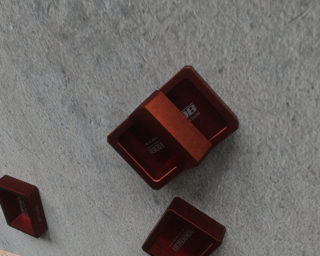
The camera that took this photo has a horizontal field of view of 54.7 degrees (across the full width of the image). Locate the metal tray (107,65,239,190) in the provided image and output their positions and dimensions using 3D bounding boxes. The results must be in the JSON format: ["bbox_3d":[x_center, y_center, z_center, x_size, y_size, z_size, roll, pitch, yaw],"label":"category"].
[{"bbox_3d":[0.014,0.001,0.365,0.130,0.030,0.090,-41,96,16],"label":"metal tray"}]

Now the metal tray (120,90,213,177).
[{"bbox_3d":[-0.005,0.016,0.385,0.090,0.030,0.129,46,151,-5],"label":"metal tray"}]

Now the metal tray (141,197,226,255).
[{"bbox_3d":[0.034,0.177,0.494,0.090,0.030,0.129,32,128,6],"label":"metal tray"}]

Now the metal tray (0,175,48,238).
[{"bbox_3d":[-0.294,0.168,0.658,0.090,0.030,0.129,14,124,19],"label":"metal tray"}]
